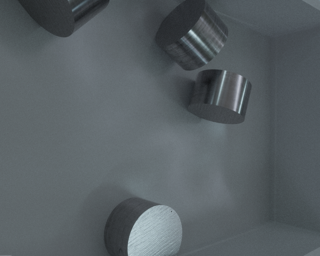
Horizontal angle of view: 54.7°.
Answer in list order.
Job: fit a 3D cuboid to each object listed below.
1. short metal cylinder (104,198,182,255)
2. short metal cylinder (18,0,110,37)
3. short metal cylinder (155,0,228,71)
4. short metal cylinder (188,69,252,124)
[{"bbox_3d":[-0.020,0.128,0.374,0.081,0.050,0.080,0,90,-40],"label":"short metal cylinder"},{"bbox_3d":[-0.094,-0.134,0.291,0.050,0.080,0.080,-51,120,-28],"label":"short metal cylinder"},{"bbox_3d":[0.041,-0.122,0.404,0.050,0.080,0.080,37,68,-34],"label":"short metal cylinder"},{"bbox_3d":[0.085,-0.042,0.442,0.080,0.080,0.050,25,74,-37],"label":"short metal cylinder"}]
